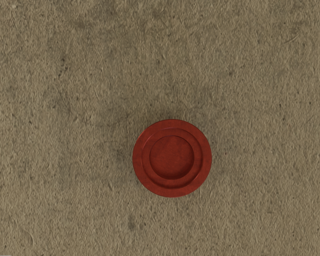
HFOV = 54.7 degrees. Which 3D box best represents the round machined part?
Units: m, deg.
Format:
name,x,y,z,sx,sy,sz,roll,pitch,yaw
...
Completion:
name,x,y,z,sx,sy,sz,roll,pitch,yaw
round machined part,0.015,0.037,0.403,0.099,0.042,0.097,0,90,-1
